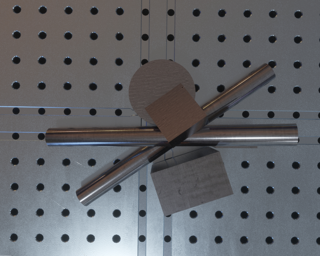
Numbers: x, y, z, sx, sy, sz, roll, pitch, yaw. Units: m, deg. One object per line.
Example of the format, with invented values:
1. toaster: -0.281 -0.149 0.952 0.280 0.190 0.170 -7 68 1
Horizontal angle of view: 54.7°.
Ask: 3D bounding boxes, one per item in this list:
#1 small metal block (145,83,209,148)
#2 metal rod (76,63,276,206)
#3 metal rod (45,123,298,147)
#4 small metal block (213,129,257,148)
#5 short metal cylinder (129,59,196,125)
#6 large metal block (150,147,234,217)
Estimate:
1. small metal block: 0.019 -0.014 0.352 0.050 0.025 0.050 -35 68 0
2. metal rod: 0.021 0.009 0.411 0.301 0.025 0.025 -34 90 0
3. metal rod: 0.003 0.010 0.375 0.301 0.025 0.025 -1 90 13
4. small metal block: 0.093 0.012 0.398 0.050 0.050 0.025 0 90 1
5. short metal cylinder: 0.003 -0.043 0.397 0.081 0.050 0.079 0 89 0
6. large metal block: 0.035 0.061 0.382 0.080 0.080 0.050 -18 90 0
